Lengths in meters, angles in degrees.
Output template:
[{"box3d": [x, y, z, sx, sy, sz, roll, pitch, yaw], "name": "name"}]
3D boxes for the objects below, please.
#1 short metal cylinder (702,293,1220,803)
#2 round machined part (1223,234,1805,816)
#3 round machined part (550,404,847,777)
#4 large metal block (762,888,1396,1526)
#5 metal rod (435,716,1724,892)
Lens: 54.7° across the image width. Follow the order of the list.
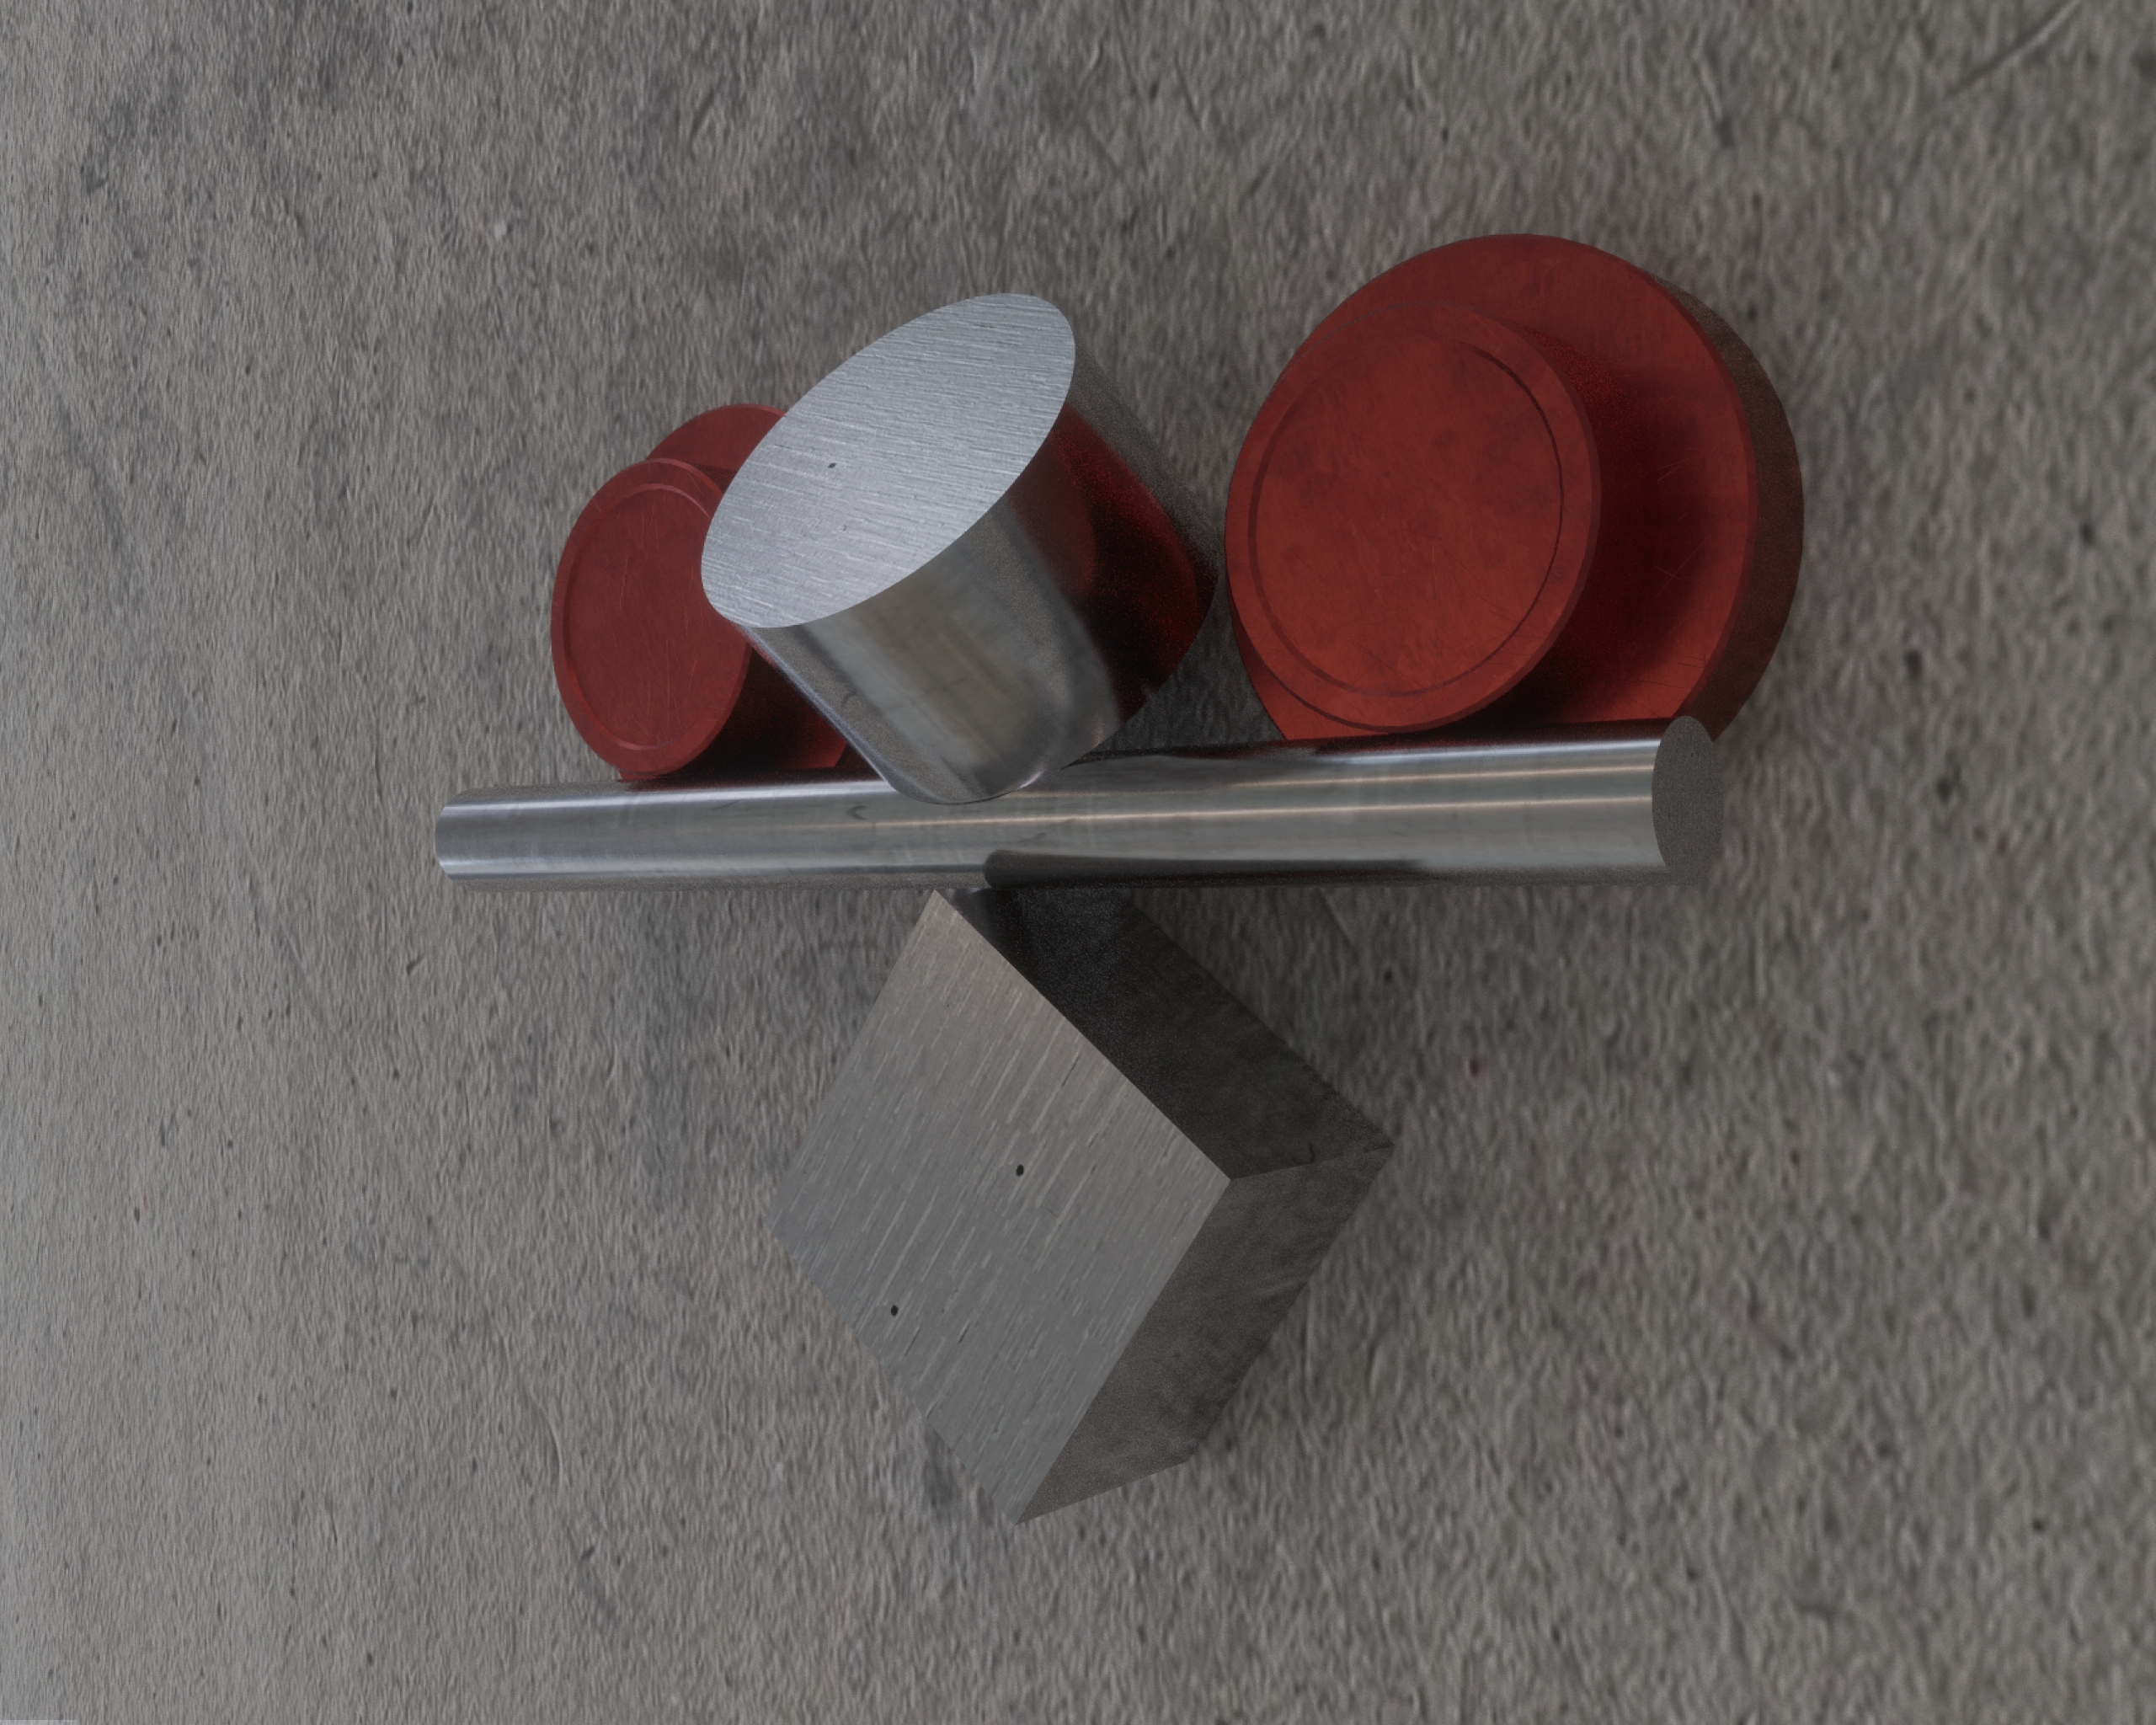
[{"box3d": [-0.021, -0.058, 0.384, 0.080, 0.050, 0.080, -23, 42, 23], "name": "short metal cylinder"}, {"box3d": [0.063, -0.054, 0.343, 0.098, 0.042, 0.097, 0, 90, 40], "name": "round machined part"}, {"box3d": [-0.079, -0.052, 0.459, 0.098, 0.042, 0.097, 0, 90, 40], "name": "round machined part"}, {"box3d": [-0.002, 0.060, 0.389, 0.080, 0.050, 0.080, 43, 116, 31], "name": "large metal block"}, {"box3d": [-0.026, -0.007, 0.400, 0.300, 0.025, 0.025, -1, 90, 40], "name": "metal rod"}]
